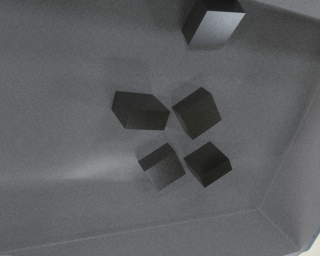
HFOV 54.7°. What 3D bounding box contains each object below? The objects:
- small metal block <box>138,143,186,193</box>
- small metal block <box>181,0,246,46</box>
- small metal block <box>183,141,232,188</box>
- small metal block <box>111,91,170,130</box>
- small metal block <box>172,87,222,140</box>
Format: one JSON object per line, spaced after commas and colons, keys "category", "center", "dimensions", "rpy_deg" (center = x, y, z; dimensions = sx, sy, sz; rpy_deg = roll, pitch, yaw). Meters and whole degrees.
{"category": "small metal block", "center": [0.004, 0.057, 0.448], "dimensions": [0.050, 0.025, 0.050], "rpy_deg": [-32, 129, -8]}
{"category": "small metal block", "center": [0.060, -0.121, 0.354], "dimensions": [0.050, 0.025, 0.050], "rpy_deg": [-7, 152, -25]}
{"category": "small metal block", "center": [0.072, 0.054, 0.467], "dimensions": [0.050, 0.050, 0.025], "rpy_deg": [-32, 129, -8]}
{"category": "small metal block", "center": [-0.024, -0.021, 0.368], "dimensions": [0.050, 0.050, 0.025], "rpy_deg": [2, 117, -30]}
{"category": "small metal block", "center": [0.051, -0.020, 0.426], "dimensions": [0.050, 0.025, 0.050], "rpy_deg": [-35, 129, -6]}
